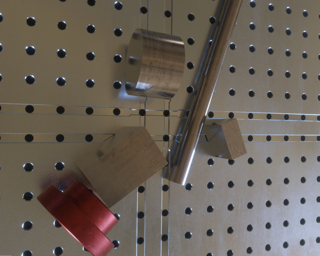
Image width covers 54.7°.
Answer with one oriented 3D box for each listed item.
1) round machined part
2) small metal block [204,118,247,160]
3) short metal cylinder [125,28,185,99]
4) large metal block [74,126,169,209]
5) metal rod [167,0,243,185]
[{"bbox_3d":[-0.085,0.096,0.344,0.042,0.098,0.098,-45,105,-22],"label":"round machined part"},{"bbox_3d":[0.090,0.015,0.434,0.025,0.050,0.050,-21,98,-19],"label":"small metal block"},{"bbox_3d":[-0.009,-0.077,0.381,0.050,0.080,0.080,5,89,-20],"label":"short metal cylinder"},{"bbox_3d":[-0.049,0.041,0.366,0.080,0.080,0.050,-36,102,-17],"label":"large metal block"},{"bbox_3d":[0.069,-0.066,0.439,0.025,0.025,0.299,21,83,-19],"label":"metal rod"}]
